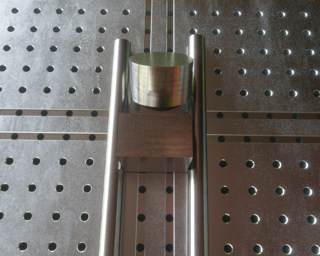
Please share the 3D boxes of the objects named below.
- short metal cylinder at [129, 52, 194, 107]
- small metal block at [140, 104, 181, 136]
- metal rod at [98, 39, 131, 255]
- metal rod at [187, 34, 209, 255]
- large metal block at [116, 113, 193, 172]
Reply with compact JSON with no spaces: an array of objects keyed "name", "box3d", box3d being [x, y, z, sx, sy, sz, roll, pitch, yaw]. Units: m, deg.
[{"name":"short metal cylinder","box3d":[0.001,-0.065,0.399,0.081,0.050,0.080,1,26,0]},{"name":"small metal block","box3d":[0.000,-0.009,0.402,0.050,0.050,0.025,1,70,0]},{"name":"metal rod","box3d":[-0.057,0.016,0.405,0.025,0.025,0.299,1,70,0]},{"name":"metal rod","box3d":[0.049,0.009,0.409,0.025,0.025,0.299,2,70,0]},{"name":"large metal block","box3d":[-0.005,0.020,0.372,0.081,0.080,0.050,1,70,0]}]
